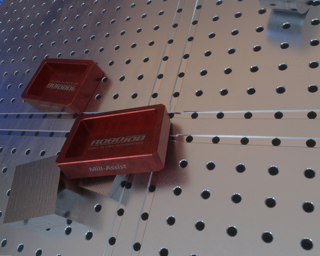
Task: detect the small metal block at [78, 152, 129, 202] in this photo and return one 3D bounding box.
[{"bbox_3d":[-0.071,0.063,0.405,0.050,0.025,0.050,10,67,32],"label":"small metal block"}]

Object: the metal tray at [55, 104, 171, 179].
[{"bbox_3d":[-0.057,0.016,0.397,0.130,0.030,0.090,-7,41,16],"label":"metal tray"}]

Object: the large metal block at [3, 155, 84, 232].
[{"bbox_3d":[-0.151,0.088,0.415,0.080,0.050,0.080,-15,56,19],"label":"large metal block"}]

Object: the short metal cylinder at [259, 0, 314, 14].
[{"bbox_3d":[0.170,-0.194,0.402,0.050,0.080,0.080,25,75,36],"label":"short metal cylinder"}]

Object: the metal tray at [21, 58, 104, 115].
[{"bbox_3d":[-0.171,-0.075,0.538,0.130,0.030,0.090,10,67,32],"label":"metal tray"}]
